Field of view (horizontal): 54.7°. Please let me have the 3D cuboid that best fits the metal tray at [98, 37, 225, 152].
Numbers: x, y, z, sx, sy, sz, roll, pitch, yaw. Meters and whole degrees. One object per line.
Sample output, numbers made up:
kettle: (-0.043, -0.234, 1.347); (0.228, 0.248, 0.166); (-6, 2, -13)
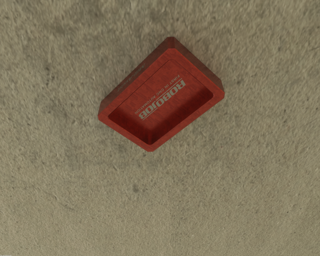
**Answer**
metal tray: (0.000, -0.034, 0.374); (0.090, 0.030, 0.130); (36, 121, -27)
